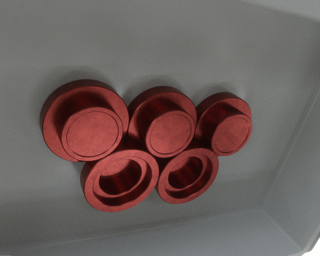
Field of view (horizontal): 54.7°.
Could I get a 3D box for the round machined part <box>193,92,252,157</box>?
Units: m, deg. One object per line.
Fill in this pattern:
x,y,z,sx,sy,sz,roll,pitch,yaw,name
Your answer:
0.092,0.001,0.445,0.099,0.042,0.097,-13,123,-21,round machined part

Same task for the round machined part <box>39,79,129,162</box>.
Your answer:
-0.081,-0.002,0.349,0.099,0.042,0.097,-14,124,-22,round machined part

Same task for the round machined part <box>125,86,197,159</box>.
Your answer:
0.005,-0.001,0.397,0.099,0.042,0.097,-13,123,-21,round machined part

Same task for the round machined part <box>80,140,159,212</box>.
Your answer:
-0.054,0.057,0.401,0.099,0.042,0.097,-14,124,-21,round machined part

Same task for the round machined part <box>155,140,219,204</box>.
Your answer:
0.032,0.059,0.449,0.099,0.042,0.097,-14,124,-21,round machined part
